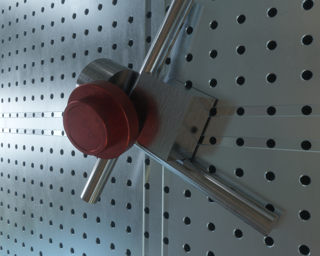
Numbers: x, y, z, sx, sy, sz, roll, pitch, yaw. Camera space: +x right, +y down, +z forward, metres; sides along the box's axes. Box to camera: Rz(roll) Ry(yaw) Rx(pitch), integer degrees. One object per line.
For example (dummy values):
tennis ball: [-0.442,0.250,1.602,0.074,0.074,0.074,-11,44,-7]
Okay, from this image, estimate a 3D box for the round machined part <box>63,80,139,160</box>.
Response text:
round machined part: [-0.078,-0.005,0.375,0.098,0.042,0.097,13,116,28]

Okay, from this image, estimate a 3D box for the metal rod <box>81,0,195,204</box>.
metal rod: [-0.035,-0.031,0.410,0.025,0.025,0.298,34,104,34]

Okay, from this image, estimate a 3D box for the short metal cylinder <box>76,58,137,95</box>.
short metal cylinder: [-0.067,-0.050,0.426,0.050,0.081,0.079,31,109,35]

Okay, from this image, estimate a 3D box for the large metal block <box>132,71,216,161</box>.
large metal block: [0.009,-0.016,0.380,0.080,0.050,0.079,32,110,35]

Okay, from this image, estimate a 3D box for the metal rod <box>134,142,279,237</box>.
metal rod: [0.008,0.036,0.400,0.300,0.025,0.025,31,109,35]
